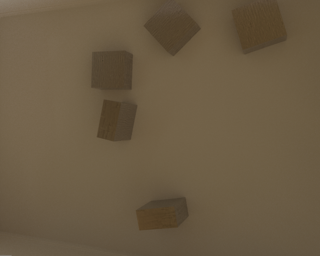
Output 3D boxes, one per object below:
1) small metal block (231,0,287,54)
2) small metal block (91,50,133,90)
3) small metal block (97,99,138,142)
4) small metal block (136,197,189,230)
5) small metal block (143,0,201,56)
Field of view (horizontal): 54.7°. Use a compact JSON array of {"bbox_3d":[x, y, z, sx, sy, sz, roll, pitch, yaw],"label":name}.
[{"bbox_3d":[0.118,-0.122,0.369,0.050,0.025,0.050,-16,85,19],"label":"small metal block"},{"bbox_3d":[-0.067,-0.080,0.434,0.050,0.025,0.050,3,91,20],"label":"small metal block"},{"bbox_3d":[-0.057,-0.010,0.417,0.025,0.050,0.050,13,94,19],"label":"small metal block"},{"bbox_3d":[0.004,0.109,0.396,0.050,0.050,0.025,-11,87,19],"label":"small metal block"},{"bbox_3d":[0.016,-0.132,0.405,0.050,0.025,0.050,-43,77,15],"label":"small metal block"}]
